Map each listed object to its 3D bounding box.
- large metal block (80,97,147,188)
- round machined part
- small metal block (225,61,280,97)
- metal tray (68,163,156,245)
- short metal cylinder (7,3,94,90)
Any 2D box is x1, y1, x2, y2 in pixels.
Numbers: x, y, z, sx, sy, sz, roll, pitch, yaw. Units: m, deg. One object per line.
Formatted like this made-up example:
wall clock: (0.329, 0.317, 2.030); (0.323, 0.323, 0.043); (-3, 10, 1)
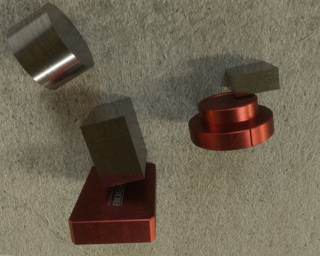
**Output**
large metal block: (-0.053, 0.015, 0.386); (0.050, 0.080, 0.080); (-14, 110, 5)
round machined part: (0.082, -0.013, 0.367); (0.099, 0.098, 0.042); (-11, 110, 4)
small metal block: (0.110, -0.060, 0.375); (0.050, 0.050, 0.025); (-10, 110, 3)
metal tray: (-0.051, 0.087, 0.386); (0.091, 0.130, 0.030); (-2, 110, 0)
short metal cylinder: (-0.119, -0.090, 0.346); (0.050, 0.080, 0.080); (-30, 108, 10)
